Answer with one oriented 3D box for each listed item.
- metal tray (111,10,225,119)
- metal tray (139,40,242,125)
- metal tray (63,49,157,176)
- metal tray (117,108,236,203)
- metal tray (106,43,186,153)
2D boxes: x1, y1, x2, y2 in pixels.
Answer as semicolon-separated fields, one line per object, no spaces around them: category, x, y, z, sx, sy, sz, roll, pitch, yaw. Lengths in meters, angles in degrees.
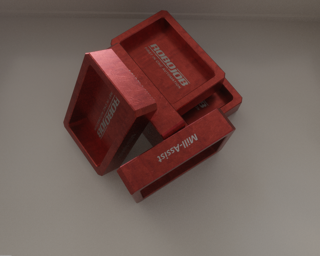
metal tray;0.009;-0.083;0.404;0.090;0.030;0.130;-35;73;-12
metal tray;0.037;-0.058;0.428;0.090;0.030;0.130;-33;73;-10
metal tray;-0.064;-0.014;0.358;0.030;0.129;0.090;-25;69;-41
metal tray;0.018;0.036;0.361;0.131;0.090;0.030;-31;73;-11
metal tray;-0.023;-0.031;0.384;0.030;0.090;0.130;-35;74;-12
